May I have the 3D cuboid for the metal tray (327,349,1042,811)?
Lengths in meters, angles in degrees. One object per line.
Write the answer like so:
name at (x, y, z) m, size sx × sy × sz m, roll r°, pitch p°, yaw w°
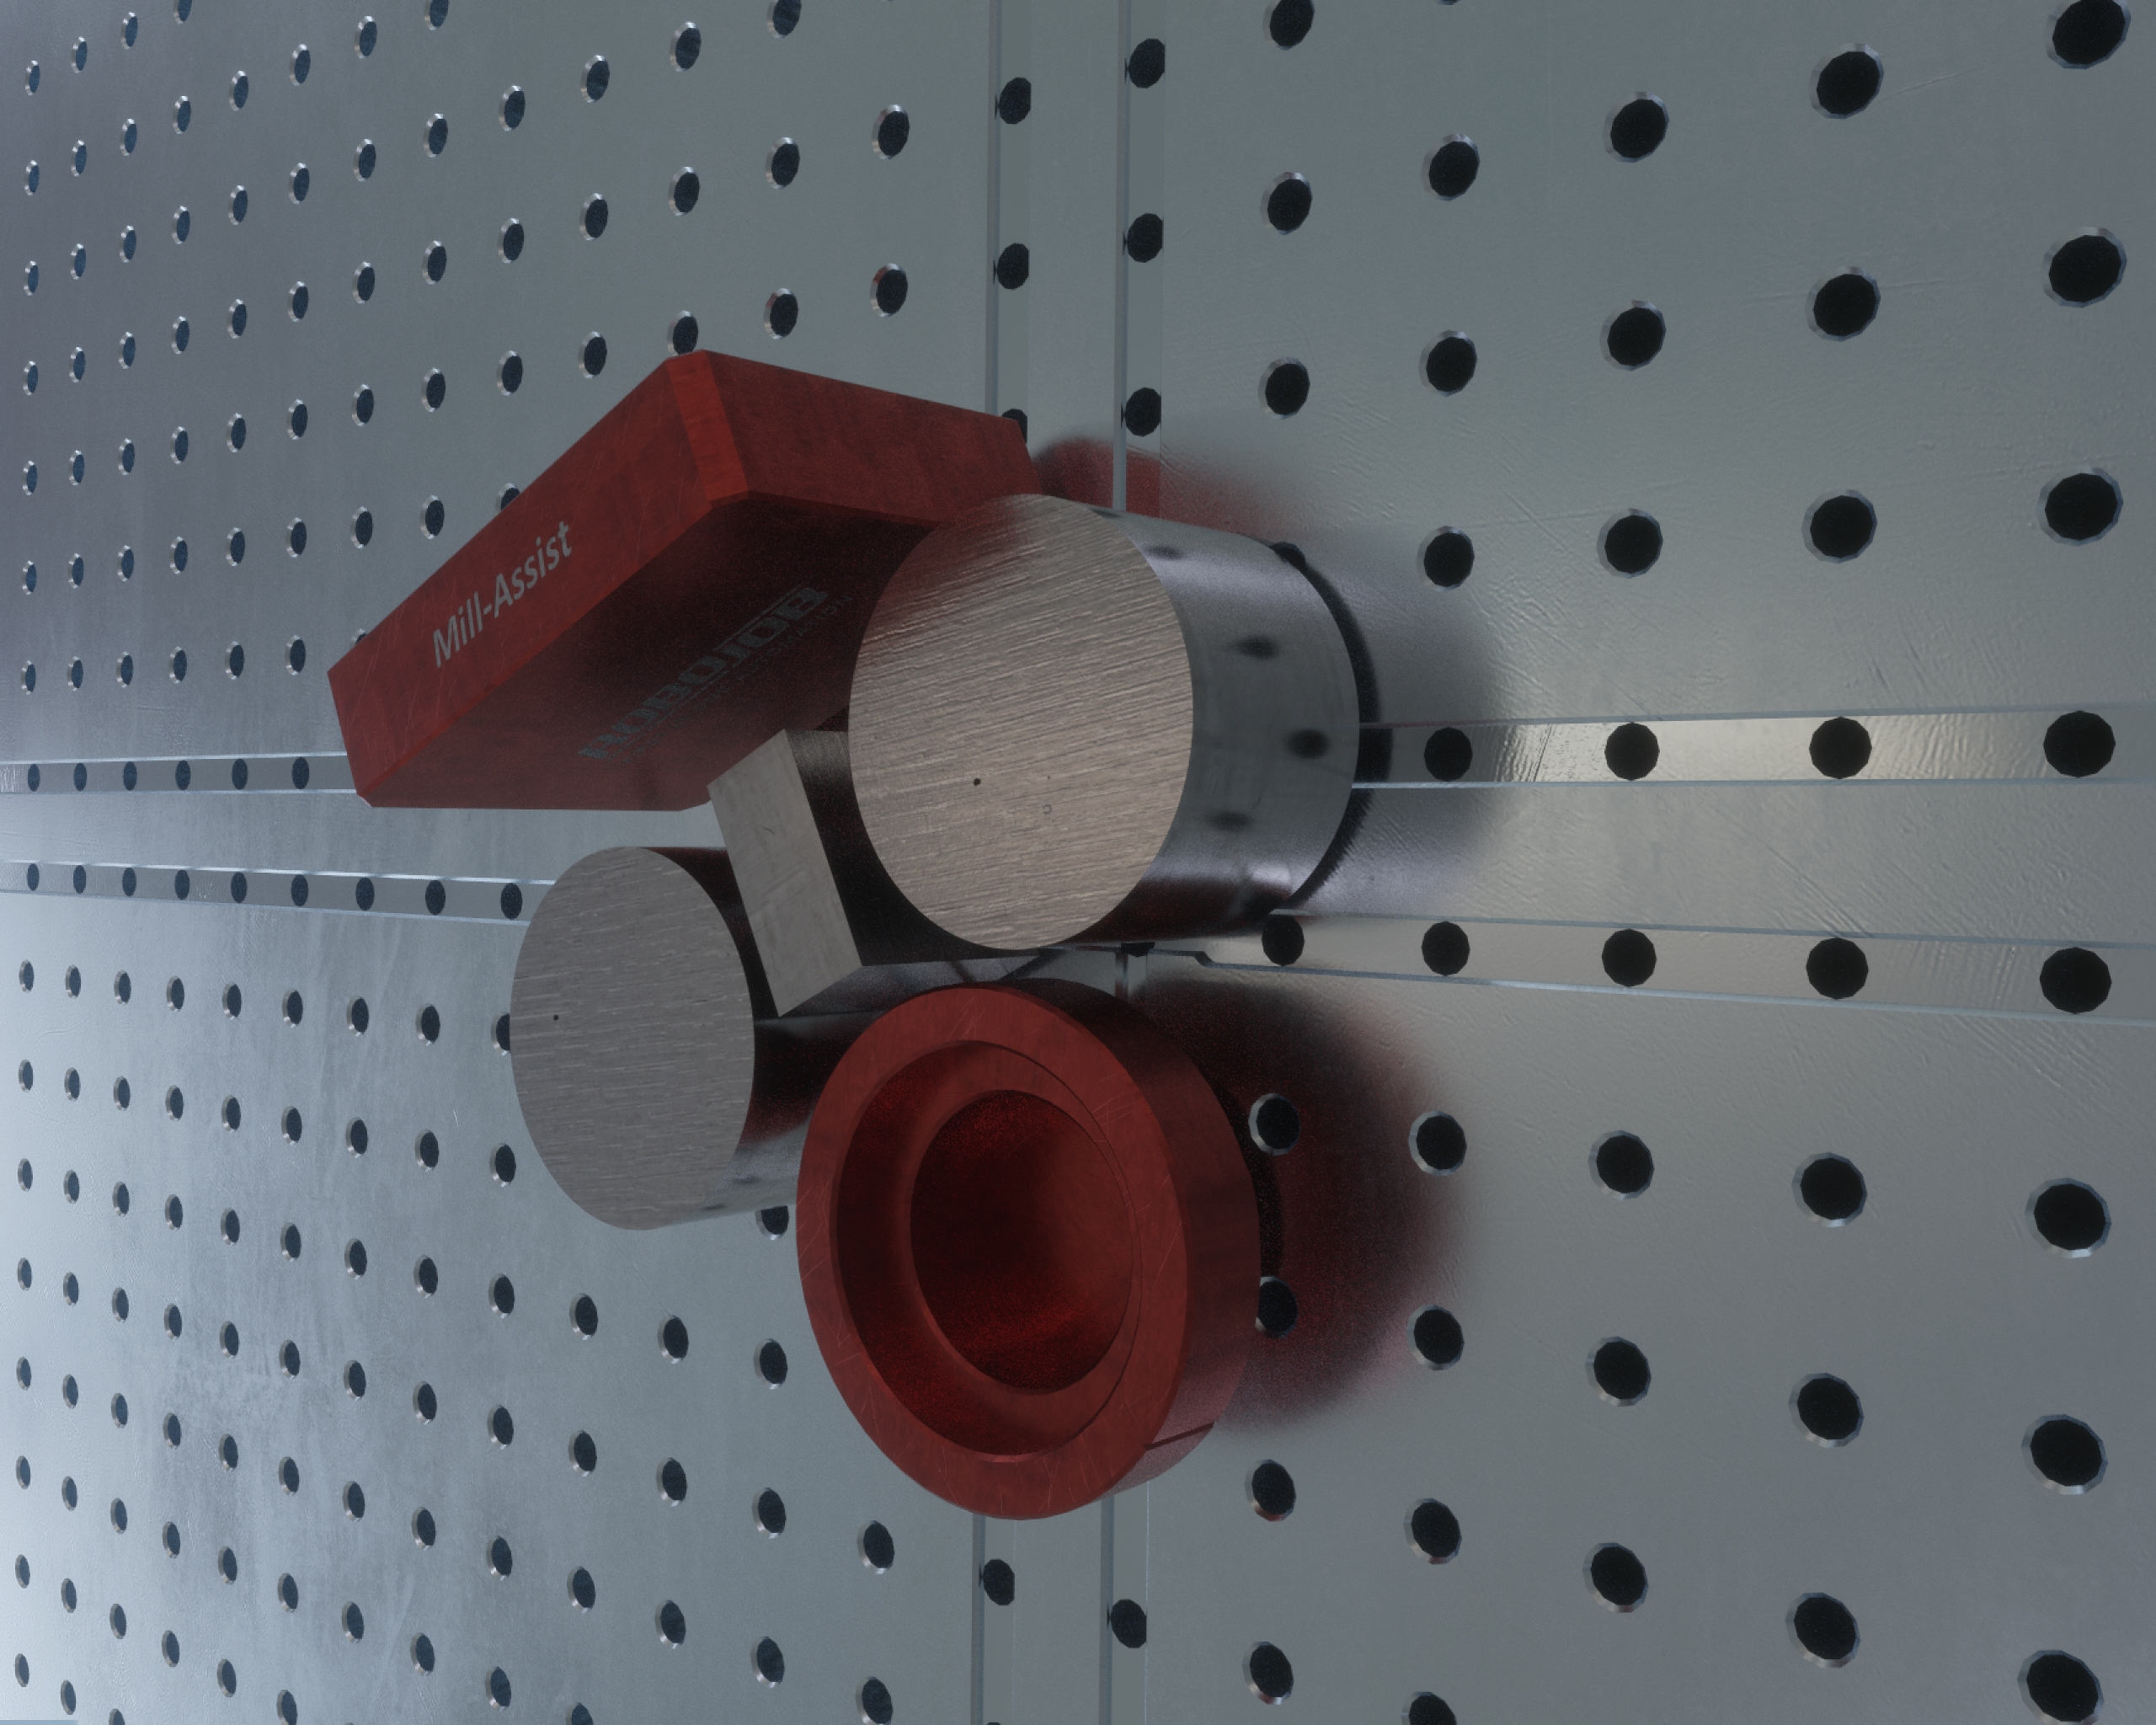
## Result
metal tray at (-0.080, -0.051, 0.427) m, size 0.130 × 0.091 × 0.030 m, roll -30°, pitch 72°, yaw 36°

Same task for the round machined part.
round machined part at (-0.005, 0.071, 0.397) m, size 0.098 × 0.042 × 0.097 m, roll 0°, pitch 90°, yaw 40°

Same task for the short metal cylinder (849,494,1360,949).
short metal cylinder at (0.004, -0.025, 0.385) m, size 0.080 × 0.050 × 0.079 m, roll 0°, pitch 90°, yaw 40°

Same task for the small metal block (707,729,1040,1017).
small metal block at (-0.041, 0.002, 0.421) m, size 0.025 × 0.050 × 0.050 m, roll -32°, pitch 71°, yaw 36°

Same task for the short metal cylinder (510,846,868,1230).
short metal cylinder at (-0.078, 0.036, 0.452) m, size 0.080 × 0.050 × 0.079 m, roll 0°, pitch 90°, yaw 40°
